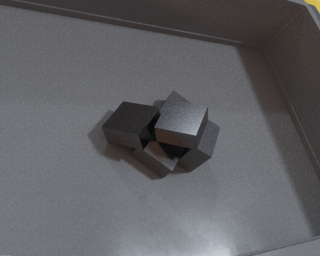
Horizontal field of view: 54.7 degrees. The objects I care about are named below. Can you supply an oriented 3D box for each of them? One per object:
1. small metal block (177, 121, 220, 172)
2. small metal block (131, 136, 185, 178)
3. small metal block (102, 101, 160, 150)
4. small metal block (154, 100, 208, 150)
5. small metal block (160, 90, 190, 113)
[{"bbox_3d":[0.049,0.022,0.402,0.025,0.050,0.050,31,52,-9],"label":"small metal block"},{"bbox_3d":[0.000,0.026,0.389,0.050,0.025,0.050,36,51,-4],"label":"small metal block"},{"bbox_3d":[-0.033,-0.004,0.374,0.050,0.025,0.050,11,46,25],"label":"small metal block"},{"bbox_3d":[0.027,-0.005,0.375,0.050,0.025,0.050,11,49,19],"label":"small metal block"},{"bbox_3d":[0.023,-0.016,0.427,0.050,0.025,0.050,36,51,-4],"label":"small metal block"}]
